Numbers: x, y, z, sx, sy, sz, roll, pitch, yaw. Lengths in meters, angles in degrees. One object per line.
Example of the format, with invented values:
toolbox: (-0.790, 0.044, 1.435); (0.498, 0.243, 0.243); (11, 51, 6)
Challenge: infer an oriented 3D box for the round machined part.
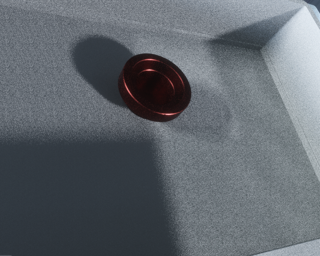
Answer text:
round machined part: (-0.010, -0.050, 0.421); (0.099, 0.042, 0.098); (14, 56, -21)
